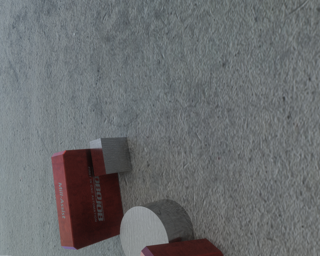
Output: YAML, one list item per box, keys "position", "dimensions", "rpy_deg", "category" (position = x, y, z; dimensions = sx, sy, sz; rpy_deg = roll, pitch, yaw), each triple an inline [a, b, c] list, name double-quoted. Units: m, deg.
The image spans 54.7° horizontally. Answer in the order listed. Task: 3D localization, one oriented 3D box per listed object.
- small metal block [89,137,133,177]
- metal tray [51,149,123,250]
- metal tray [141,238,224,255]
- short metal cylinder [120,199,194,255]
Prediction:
- position: [-0.070, 0.041, 0.447]
  dimensions: [0.025, 0.050, 0.050]
  rpy_deg: [-18, 79, 39]
  category: "small metal block"
- position: [-0.101, 0.096, 0.445]
  dimensions: [0.030, 0.091, 0.129]
  rpy_deg: [-15, 81, 39]
  category: "metal tray"
- position: [0.015, 0.194, 0.346]
  dimensions: [0.030, 0.091, 0.129]
  rpy_deg: [24, 106, 59]
  category: "metal tray"
- position: [-0.005, 0.135, 0.393]
  dimensions: [0.080, 0.050, 0.080]
  rpy_deg: [0, 90, 40]
  category: "short metal cylinder"
